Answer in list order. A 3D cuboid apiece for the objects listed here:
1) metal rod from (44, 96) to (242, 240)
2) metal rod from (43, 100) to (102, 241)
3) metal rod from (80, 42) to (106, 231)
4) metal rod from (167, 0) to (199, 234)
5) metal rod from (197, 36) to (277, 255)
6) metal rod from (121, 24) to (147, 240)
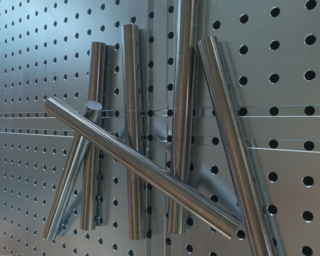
[{"bbox_3d":[-0.037,0.038,0.390,0.300,0.025,0.025,31,110,22],"label":"metal rod"},{"bbox_3d":[-0.151,0.085,0.511,0.025,0.025,0.298,45,124,30],"label":"metal rod"},{"bbox_3d":[-0.108,0.015,0.499,0.025,0.025,0.298,7,94,40],"label":"metal rod"},{"bbox_3d":[0.029,-0.019,0.386,0.025,0.025,0.298,5,93,40],"label":"metal rod"},{"bbox_3d":[0.088,0.042,0.337,0.025,0.025,0.299,-21,77,38],"label":"metal rod"},{"bbox_3d":[-0.037,0.004,0.440,0.025,0.025,0.298,-4,87,40],"label":"metal rod"}]
